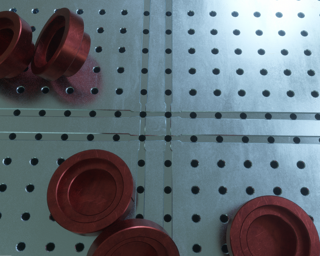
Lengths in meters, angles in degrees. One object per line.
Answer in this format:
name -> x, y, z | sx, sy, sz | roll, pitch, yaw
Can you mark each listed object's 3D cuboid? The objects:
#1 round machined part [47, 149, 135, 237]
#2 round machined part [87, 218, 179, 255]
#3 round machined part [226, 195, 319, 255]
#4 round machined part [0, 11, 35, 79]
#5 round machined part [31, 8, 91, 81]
round machined part -> -0.078, 0.078, 0.368 | 0.099, 0.042, 0.098 | -2, 62, 3
round machined part -> -0.031, 0.144, 0.335 | 0.099, 0.042, 0.097 | -2, 98, -17
round machined part -> 0.125, 0.130, 0.357 | 0.099, 0.042, 0.098 | 0, 70, -1
round machined part -> -0.215, -0.108, 0.428 | 0.098, 0.042, 0.098 | -8, 67, 20
round machined part -> -0.132, -0.109, 0.423 | 0.098, 0.042, 0.098 | -20, 59, 38
